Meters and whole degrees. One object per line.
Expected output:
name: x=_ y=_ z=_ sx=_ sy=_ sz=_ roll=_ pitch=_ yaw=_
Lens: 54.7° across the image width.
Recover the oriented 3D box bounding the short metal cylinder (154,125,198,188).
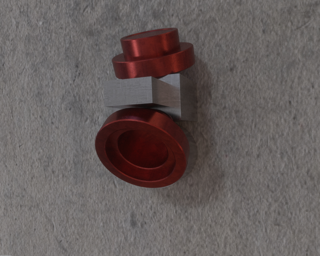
short metal cylinder: x=0.003 y=0.033 z=0.396 sx=0.080 sy=0.050 sz=0.079 roll=0 pitch=90 yaw=19

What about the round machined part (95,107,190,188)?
round machined part: x=-0.016 y=0.017 z=0.336 sx=0.098 sy=0.042 sz=0.097 roll=9 pitch=131 yaw=11

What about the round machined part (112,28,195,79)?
round machined part: x=-0.010 y=-0.092 z=0.370 sx=0.098 sy=0.098 sz=0.042 roll=-2 pitch=114 yaw=19

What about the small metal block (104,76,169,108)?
small metal block: x=-0.023 y=-0.034 z=0.318 sx=0.050 sy=0.050 sz=0.025 roll=-3 pitch=89 yaw=20

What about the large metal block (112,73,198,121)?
large metal block: x=-0.003 y=-0.032 z=0.380 sx=0.080 sy=0.080 sz=0.050 roll=-2 pitch=90 yaw=19
